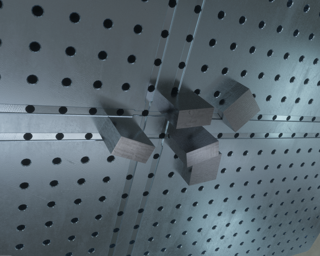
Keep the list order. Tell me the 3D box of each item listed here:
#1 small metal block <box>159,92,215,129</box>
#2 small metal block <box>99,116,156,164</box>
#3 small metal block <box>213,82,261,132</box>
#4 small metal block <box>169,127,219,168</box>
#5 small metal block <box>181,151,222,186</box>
[{"bbox_3d":[0.033,-0.024,0.400,0.050,0.050,0.025,-7,121,-26],"label":"small metal block"},{"bbox_3d":[-0.041,0.015,0.383,0.050,0.050,0.025,21,107,-36],"label":"small metal block"},{"bbox_3d":[0.114,-0.030,0.457,0.050,0.025,0.050,-42,130,0],"label":"small metal block"},{"bbox_3d":[0.048,0.024,0.438,0.050,0.050,0.025,-19,126,-18],"label":"small metal block"},{"bbox_3d":[0.065,0.058,0.485,0.050,0.025,0.050,-8,122,-25],"label":"small metal block"}]
